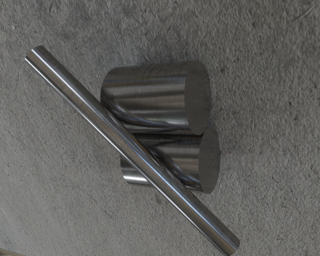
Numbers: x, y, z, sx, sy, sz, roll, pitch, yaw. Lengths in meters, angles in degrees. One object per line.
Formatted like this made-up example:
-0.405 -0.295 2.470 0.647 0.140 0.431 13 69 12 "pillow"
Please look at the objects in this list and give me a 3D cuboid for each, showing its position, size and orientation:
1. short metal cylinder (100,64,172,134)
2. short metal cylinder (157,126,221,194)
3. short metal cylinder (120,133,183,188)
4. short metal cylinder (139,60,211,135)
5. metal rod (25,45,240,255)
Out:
-0.025 -0.033 0.365 0.050 0.080 0.080 1 119 28 "short metal cylinder"
0.037 0.037 0.376 0.050 0.080 0.080 1 119 28 "short metal cylinder"
-0.007 0.037 0.400 0.050 0.080 0.080 1 119 28 "short metal cylinder"
0.020 -0.032 0.343 0.050 0.080 0.080 1 119 28 "short metal cylinder"
-0.026 0.028 0.336 0.300 0.025 0.025 45 129 -4 "metal rod"
